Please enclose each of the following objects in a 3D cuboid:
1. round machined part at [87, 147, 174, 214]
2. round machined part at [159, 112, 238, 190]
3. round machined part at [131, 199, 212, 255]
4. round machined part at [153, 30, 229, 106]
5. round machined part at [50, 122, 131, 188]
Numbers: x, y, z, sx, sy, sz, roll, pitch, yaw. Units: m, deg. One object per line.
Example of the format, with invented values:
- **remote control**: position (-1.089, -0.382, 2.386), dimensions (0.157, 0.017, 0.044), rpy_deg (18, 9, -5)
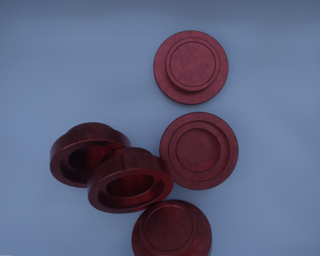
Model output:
- **round machined part**: position (-0.036, 0.059, 0.368), dimensions (0.099, 0.098, 0.042), rpy_deg (-16, 50, 0)
- **round machined part**: position (0.048, 0.029, 0.404), dimensions (0.099, 0.042, 0.097), rpy_deg (0, 90, -1)
- **round machined part**: position (0.013, 0.129, 0.376), dimensions (0.099, 0.042, 0.098), rpy_deg (-6, 46, 7)
- **round machined part**: position (0.040, -0.079, 0.403), dimensions (0.099, 0.042, 0.097), rpy_deg (0, 90, -1)
- **round machined part**: position (-0.084, 0.030, 0.384), dimensions (0.099, 0.098, 0.042), rpy_deg (-16, 50, 0)
